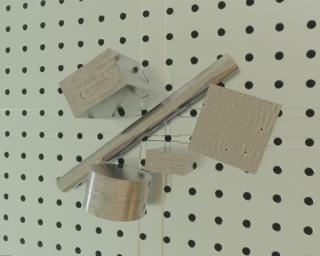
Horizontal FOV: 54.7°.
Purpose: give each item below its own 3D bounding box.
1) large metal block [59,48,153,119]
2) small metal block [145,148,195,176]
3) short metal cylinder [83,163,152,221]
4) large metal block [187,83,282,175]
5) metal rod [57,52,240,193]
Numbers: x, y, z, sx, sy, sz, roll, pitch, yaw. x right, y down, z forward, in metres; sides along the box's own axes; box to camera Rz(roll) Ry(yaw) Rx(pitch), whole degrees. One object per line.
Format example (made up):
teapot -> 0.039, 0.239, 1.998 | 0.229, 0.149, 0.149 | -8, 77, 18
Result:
large metal block -> -0.068, -0.053, 0.407 | 0.080, 0.080, 0.050 | -30, 81, 17
small metal block -> 0.014, 0.042, 0.394 | 0.050, 0.050, 0.025 | 6, 92, 19
short metal cylinder -> -0.055, 0.081, 0.401 | 0.080, 0.080, 0.050 | 12, 94, 19
large metal block -> 0.088, 0.000, 0.365 | 0.080, 0.050, 0.080 | 20, 97, 18
metal rod -> -0.027, 0.001, 0.420 | 0.300, 0.025, 0.025 | -36, 79, 16
